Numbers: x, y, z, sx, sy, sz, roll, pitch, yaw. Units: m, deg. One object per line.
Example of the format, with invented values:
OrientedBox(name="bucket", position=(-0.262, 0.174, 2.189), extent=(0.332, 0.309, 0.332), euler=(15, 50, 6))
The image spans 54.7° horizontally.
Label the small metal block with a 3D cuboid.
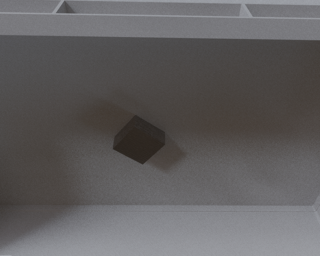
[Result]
OrientedBox(name="small metal block", position=(-0.028, 0.017, 0.423), extent=(0.050, 0.025, 0.050), euler=(31, 123, -24))
